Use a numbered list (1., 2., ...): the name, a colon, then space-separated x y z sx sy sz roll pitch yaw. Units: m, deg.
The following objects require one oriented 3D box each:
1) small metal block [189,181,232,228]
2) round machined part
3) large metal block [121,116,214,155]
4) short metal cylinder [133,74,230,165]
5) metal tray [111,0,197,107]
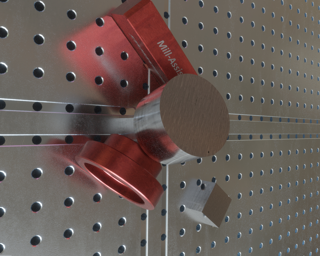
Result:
1. small metal block: 0.079 0.117 0.479 0.050 0.025 0.050 47 62 -30
2. round machined part: -0.037 0.043 0.331 0.098 0.098 0.042 47 64 -30
3. large metal block: 0.009 0.010 0.383 0.081 0.080 0.050 -5 93 -40
4. short metal cylinder: 0.021 -0.007 0.305 0.081 0.050 0.080 10 71 -30
5. metal tray: -0.001 -0.088 0.365 0.030 0.090 0.130 -38 118 -1
